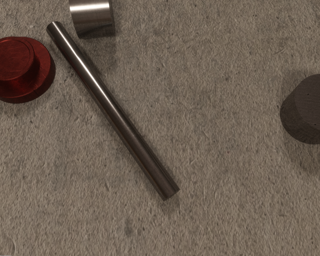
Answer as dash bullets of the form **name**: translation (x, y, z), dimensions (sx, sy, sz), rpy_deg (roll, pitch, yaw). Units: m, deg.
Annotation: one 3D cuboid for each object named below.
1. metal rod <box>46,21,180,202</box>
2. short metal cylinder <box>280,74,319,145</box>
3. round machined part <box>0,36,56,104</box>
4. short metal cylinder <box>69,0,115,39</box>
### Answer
- **metal rod**: translation (-0.071, -0.033, 0.419), dimensions (0.025, 0.025, 0.299), rpy_deg (-33, 74, -12)
- **short metal cylinder**: translation (0.207, -0.024, 0.406), dimensions (0.081, 0.050, 0.080), rpy_deg (0, 70, 0)
- **round machined part**: translation (-0.200, -0.086, 0.428), dimensions (0.099, 0.042, 0.098), rpy_deg (0, 70, -1)
- **short metal cylinder**: translation (-0.095, -0.170, 0.440), dimensions (0.050, 0.080, 0.080), rpy_deg (-7, 70, -3)
